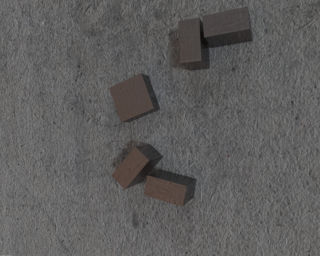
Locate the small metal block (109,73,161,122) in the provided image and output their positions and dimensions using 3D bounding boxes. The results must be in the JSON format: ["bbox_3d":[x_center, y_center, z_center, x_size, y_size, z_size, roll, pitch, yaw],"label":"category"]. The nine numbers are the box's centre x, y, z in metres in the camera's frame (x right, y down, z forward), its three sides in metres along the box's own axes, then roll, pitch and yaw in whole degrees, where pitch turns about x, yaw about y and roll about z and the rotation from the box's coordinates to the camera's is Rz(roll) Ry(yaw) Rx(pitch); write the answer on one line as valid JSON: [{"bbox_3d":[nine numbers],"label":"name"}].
[{"bbox_3d":[-0.034,-0.040,0.421,0.050,0.025,0.050,-22,83,18],"label":"small metal block"}]

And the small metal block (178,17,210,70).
[{"bbox_3d":[0.043,-0.101,0.380,0.025,0.050,0.050,-3,89,20],"label":"small metal block"}]

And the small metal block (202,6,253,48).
[{"bbox_3d":[0.081,-0.117,0.367,0.050,0.050,0.025,-5,88,20],"label":"small metal block"}]

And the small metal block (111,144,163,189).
[{"bbox_3d":[-0.029,0.049,0.406,0.025,0.050,0.050,43,103,15],"label":"small metal block"}]

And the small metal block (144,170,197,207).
[{"bbox_3d":[0.014,0.074,0.391,0.050,0.050,0.025,12,94,19],"label":"small metal block"}]
